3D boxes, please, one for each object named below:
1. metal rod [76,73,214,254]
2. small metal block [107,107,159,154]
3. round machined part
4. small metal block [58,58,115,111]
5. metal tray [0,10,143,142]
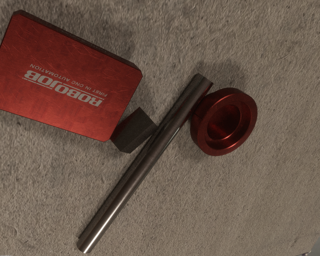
[{"bbox_3d":[-0.026,0.055,0.428,0.025,0.025,0.299,27,103,-38],"label":"metal rod"},{"bbox_3d":[-0.031,0.004,0.377,0.050,0.025,0.050,-41,170,0],"label":"small metal block"},{"bbox_3d":[0.084,-0.012,0.436,0.099,0.042,0.097,-15,125,-22],"label":"round machined part"},{"bbox_3d":[-0.080,-0.046,0.335,0.050,0.025,0.050,0,118,-29],"label":"small metal block"},{"bbox_3d":[-0.095,-0.047,0.313,0.131,0.030,0.090,21,107,-29],"label":"metal tray"}]
